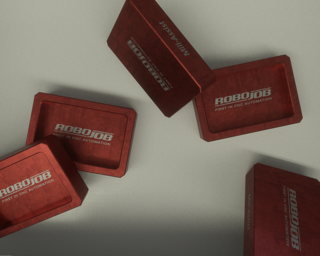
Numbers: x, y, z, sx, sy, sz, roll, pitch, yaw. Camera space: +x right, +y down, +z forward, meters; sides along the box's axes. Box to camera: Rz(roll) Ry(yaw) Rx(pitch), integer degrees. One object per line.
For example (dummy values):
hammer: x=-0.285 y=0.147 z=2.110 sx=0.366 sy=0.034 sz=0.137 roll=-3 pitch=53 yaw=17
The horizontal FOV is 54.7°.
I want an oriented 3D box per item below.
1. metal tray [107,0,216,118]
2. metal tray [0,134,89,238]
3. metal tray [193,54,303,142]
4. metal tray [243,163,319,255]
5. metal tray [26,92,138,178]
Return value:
metal tray: x=-0.003 y=-0.084 z=0.377 sx=0.030 sy=0.090 sz=0.130 roll=-39 pitch=91 yaw=-31
metal tray: x=-0.168 y=0.074 z=0.385 sx=0.130 sy=0.030 sz=0.090 roll=-24 pitch=105 yaw=9
metal tray: x=0.111 y=-0.038 z=0.410 sx=0.131 sy=0.030 sz=0.089 roll=-12 pitch=90 yaw=-1
metal tray: x=0.151 y=0.112 z=0.372 sx=0.091 sy=0.030 sz=0.130 roll=16 pitch=49 yaw=0
metal tray: x=-0.102 y=0.009 z=0.407 sx=0.131 sy=0.030 sz=0.089 roll=10 pitch=90 yaw=-1
